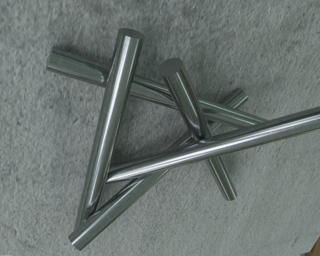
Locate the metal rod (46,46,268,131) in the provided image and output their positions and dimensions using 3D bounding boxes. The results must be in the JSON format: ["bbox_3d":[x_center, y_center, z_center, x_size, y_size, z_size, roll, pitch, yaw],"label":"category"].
[{"bbox_3d":[0.021,-0.034,0.374,0.302,0.025,0.025,15,111,-27],"label":"metal rod"}]

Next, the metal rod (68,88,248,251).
[{"bbox_3d":[0.005,0.049,0.417,0.301,0.025,0.025,-41,130,-10],"label":"metal rod"}]

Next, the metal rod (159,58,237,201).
[{"bbox_3d":[0.064,0.026,0.413,0.025,0.025,0.299,-37,138,-4],"label":"metal rod"}]

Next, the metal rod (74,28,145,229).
[{"bbox_3d":[-0.068,0.032,0.363,0.025,0.025,0.298,0,127,-29],"label":"metal rod"}]

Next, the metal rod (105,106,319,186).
[{"bbox_3d":[0.064,0.022,0.367,0.301,0.025,0.025,-17,132,17],"label":"metal rod"}]
